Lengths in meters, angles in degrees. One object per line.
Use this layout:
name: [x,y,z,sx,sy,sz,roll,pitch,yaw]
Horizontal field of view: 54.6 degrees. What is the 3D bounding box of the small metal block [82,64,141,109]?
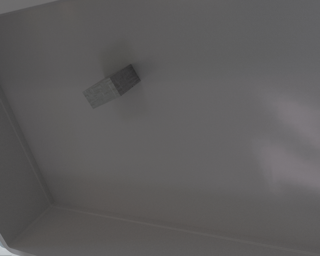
small metal block: [-0.061,-0.053,0.393,0.050,0.050,0.025,-19,108,35]
